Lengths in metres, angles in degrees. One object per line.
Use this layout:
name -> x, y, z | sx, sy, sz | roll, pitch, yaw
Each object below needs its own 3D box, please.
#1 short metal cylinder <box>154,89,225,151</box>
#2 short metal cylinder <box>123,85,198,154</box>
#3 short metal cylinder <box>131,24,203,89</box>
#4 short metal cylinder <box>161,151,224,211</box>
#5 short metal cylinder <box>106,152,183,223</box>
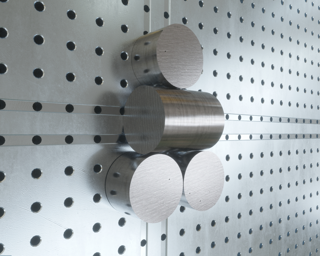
short metal cylinder -> 0.037, -0.010, 0.407 | 0.050, 0.080, 0.079 | 1, 90, -40
short metal cylinder -> -0.001, -0.010, 0.375 | 0.050, 0.080, 0.079 | 1, 90, -40
short metal cylinder -> 0.010, -0.089, 0.403 | 0.081, 0.050, 0.079 | 0, 90, -40
short metal cylinder -> 0.044, 0.070, 0.430 | 0.081, 0.050, 0.079 | 0, 90, -40
short metal cylinder -> -0.018, 0.070, 0.378 | 0.081, 0.050, 0.079 | 0, 90, -40
